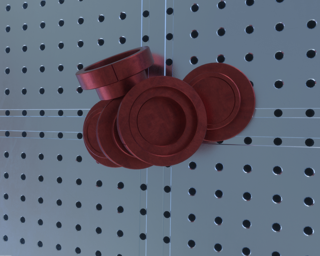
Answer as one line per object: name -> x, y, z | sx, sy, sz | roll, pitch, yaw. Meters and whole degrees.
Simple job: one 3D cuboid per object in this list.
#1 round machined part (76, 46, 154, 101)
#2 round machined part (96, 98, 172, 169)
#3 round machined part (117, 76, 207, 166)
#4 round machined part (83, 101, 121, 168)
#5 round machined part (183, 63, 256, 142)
round machined part -> -0.053, -0.068, 0.397 | 0.098, 0.098, 0.042 | -13, 111, 19
round machined part -> -0.028, 0.003, 0.387 | 0.099, 0.042, 0.097 | 1, 87, -17
round machined part -> 0.000, -0.007, 0.352 | 0.099, 0.042, 0.097 | 0, 89, -14
round machined part -> -0.065, 0.006, 0.425 | 0.098, 0.042, 0.097 | 0, 90, 19
round machined part -> 0.066, -0.032, 0.380 | 0.098, 0.042, 0.097 | 0, 90, 19
